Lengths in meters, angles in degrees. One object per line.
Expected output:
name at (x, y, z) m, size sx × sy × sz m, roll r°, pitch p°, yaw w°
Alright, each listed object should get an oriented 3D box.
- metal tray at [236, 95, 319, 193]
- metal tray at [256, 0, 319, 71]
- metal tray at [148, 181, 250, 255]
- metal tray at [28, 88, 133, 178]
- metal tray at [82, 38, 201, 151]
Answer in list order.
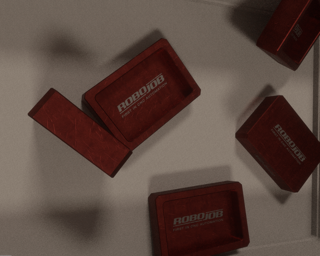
metal tray at (0.189, 0.025, 0.480) m, size 0.130 × 0.030 × 0.090 m, roll 46°, pitch 75°, yaw -15°
metal tray at (0.185, -0.133, 0.421) m, size 0.131 × 0.030 × 0.089 m, roll 1°, pitch 122°, yaw -57°
metal tray at (0.055, 0.126, 0.423) m, size 0.131 × 0.030 × 0.089 m, roll -5°, pitch 85°, yaw -21°
metal tray at (-0.087, 0.005, 0.323) m, size 0.090 × 0.130 × 0.030 m, roll 40°, pitch 77°, yaw -16°
metal tray at (-0.022, -0.043, 0.400) m, size 0.131 × 0.030 × 0.090 m, roll -40°, pitch 103°, yaw -16°
